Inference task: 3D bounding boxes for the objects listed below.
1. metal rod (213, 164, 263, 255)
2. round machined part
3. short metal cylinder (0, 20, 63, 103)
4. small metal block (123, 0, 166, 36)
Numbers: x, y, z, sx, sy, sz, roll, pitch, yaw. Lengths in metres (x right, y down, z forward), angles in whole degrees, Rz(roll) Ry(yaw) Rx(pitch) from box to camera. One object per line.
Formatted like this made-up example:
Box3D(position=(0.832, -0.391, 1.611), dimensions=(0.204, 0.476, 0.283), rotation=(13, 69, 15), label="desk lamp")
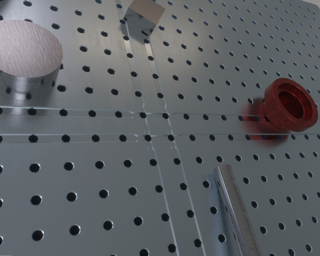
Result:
Box3D(position=(0.113, 0.177, 0.338), dimensions=(0.025, 0.025, 0.299), rotation=(5, 53, -26), label="metal rod")
Box3D(position=(0.220, -0.035, 0.537), dimensions=(0.099, 0.042, 0.098), rotation=(14, 56, -21), label="round machined part")
Box3D(position=(-0.157, -0.075, 0.353), dimensions=(0.081, 0.050, 0.080), rotation=(13, 56, -21), label="short metal cylinder")
Box3D(position=(-0.025, -0.188, 0.509), dimensions=(0.050, 0.025, 0.050), rotation=(30, 52, -9), label="small metal block")
